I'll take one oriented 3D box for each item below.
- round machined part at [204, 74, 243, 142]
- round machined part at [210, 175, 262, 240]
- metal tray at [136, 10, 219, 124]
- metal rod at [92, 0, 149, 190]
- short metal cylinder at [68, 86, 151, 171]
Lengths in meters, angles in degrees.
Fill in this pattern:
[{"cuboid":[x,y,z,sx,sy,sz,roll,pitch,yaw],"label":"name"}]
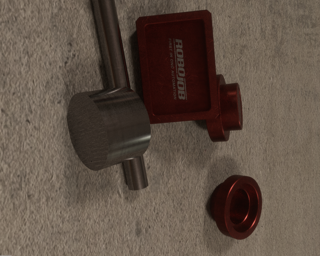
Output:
[{"cuboid":[0.095,-0.029,0.448,0.098,0.042,0.097,-5,90,-70],"label":"round machined part"},{"cuboid":[0.118,0.124,0.496,0.099,0.042,0.097,0,90,-40],"label":"round machined part"},{"cuboid":[0.022,-0.073,0.386,0.091,0.030,0.129,-5,95,3],"label":"metal tray"},{"cuboid":[-0.052,-0.073,0.362,0.025,0.025,0.298,-17,101,-39],"label":"metal rod"},{"cuboid":[-0.055,-0.001,0.325,0.050,0.080,0.079,-15,100,-39],"label":"short metal cylinder"}]
